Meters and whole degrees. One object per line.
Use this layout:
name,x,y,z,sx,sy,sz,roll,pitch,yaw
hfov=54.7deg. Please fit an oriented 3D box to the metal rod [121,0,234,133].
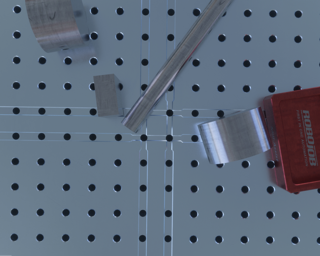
metal rod,0.047,-0.121,0.413,0.025,0.025,0.299,36,90,0

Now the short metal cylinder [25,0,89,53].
short metal cylinder,-0.124,-0.138,0.385,0.050,0.080,0.080,-10,90,0

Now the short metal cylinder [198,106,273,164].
short metal cylinder,0.093,0.009,0.387,0.080,0.080,0.050,-17,90,0

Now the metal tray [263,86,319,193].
metal tray,0.197,0.013,0.412,0.091,0.030,0.129,-10,90,0

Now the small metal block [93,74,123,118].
small metal block,-0.065,-0.040,0.400,0.025,0.050,0.050,-7,90,0
